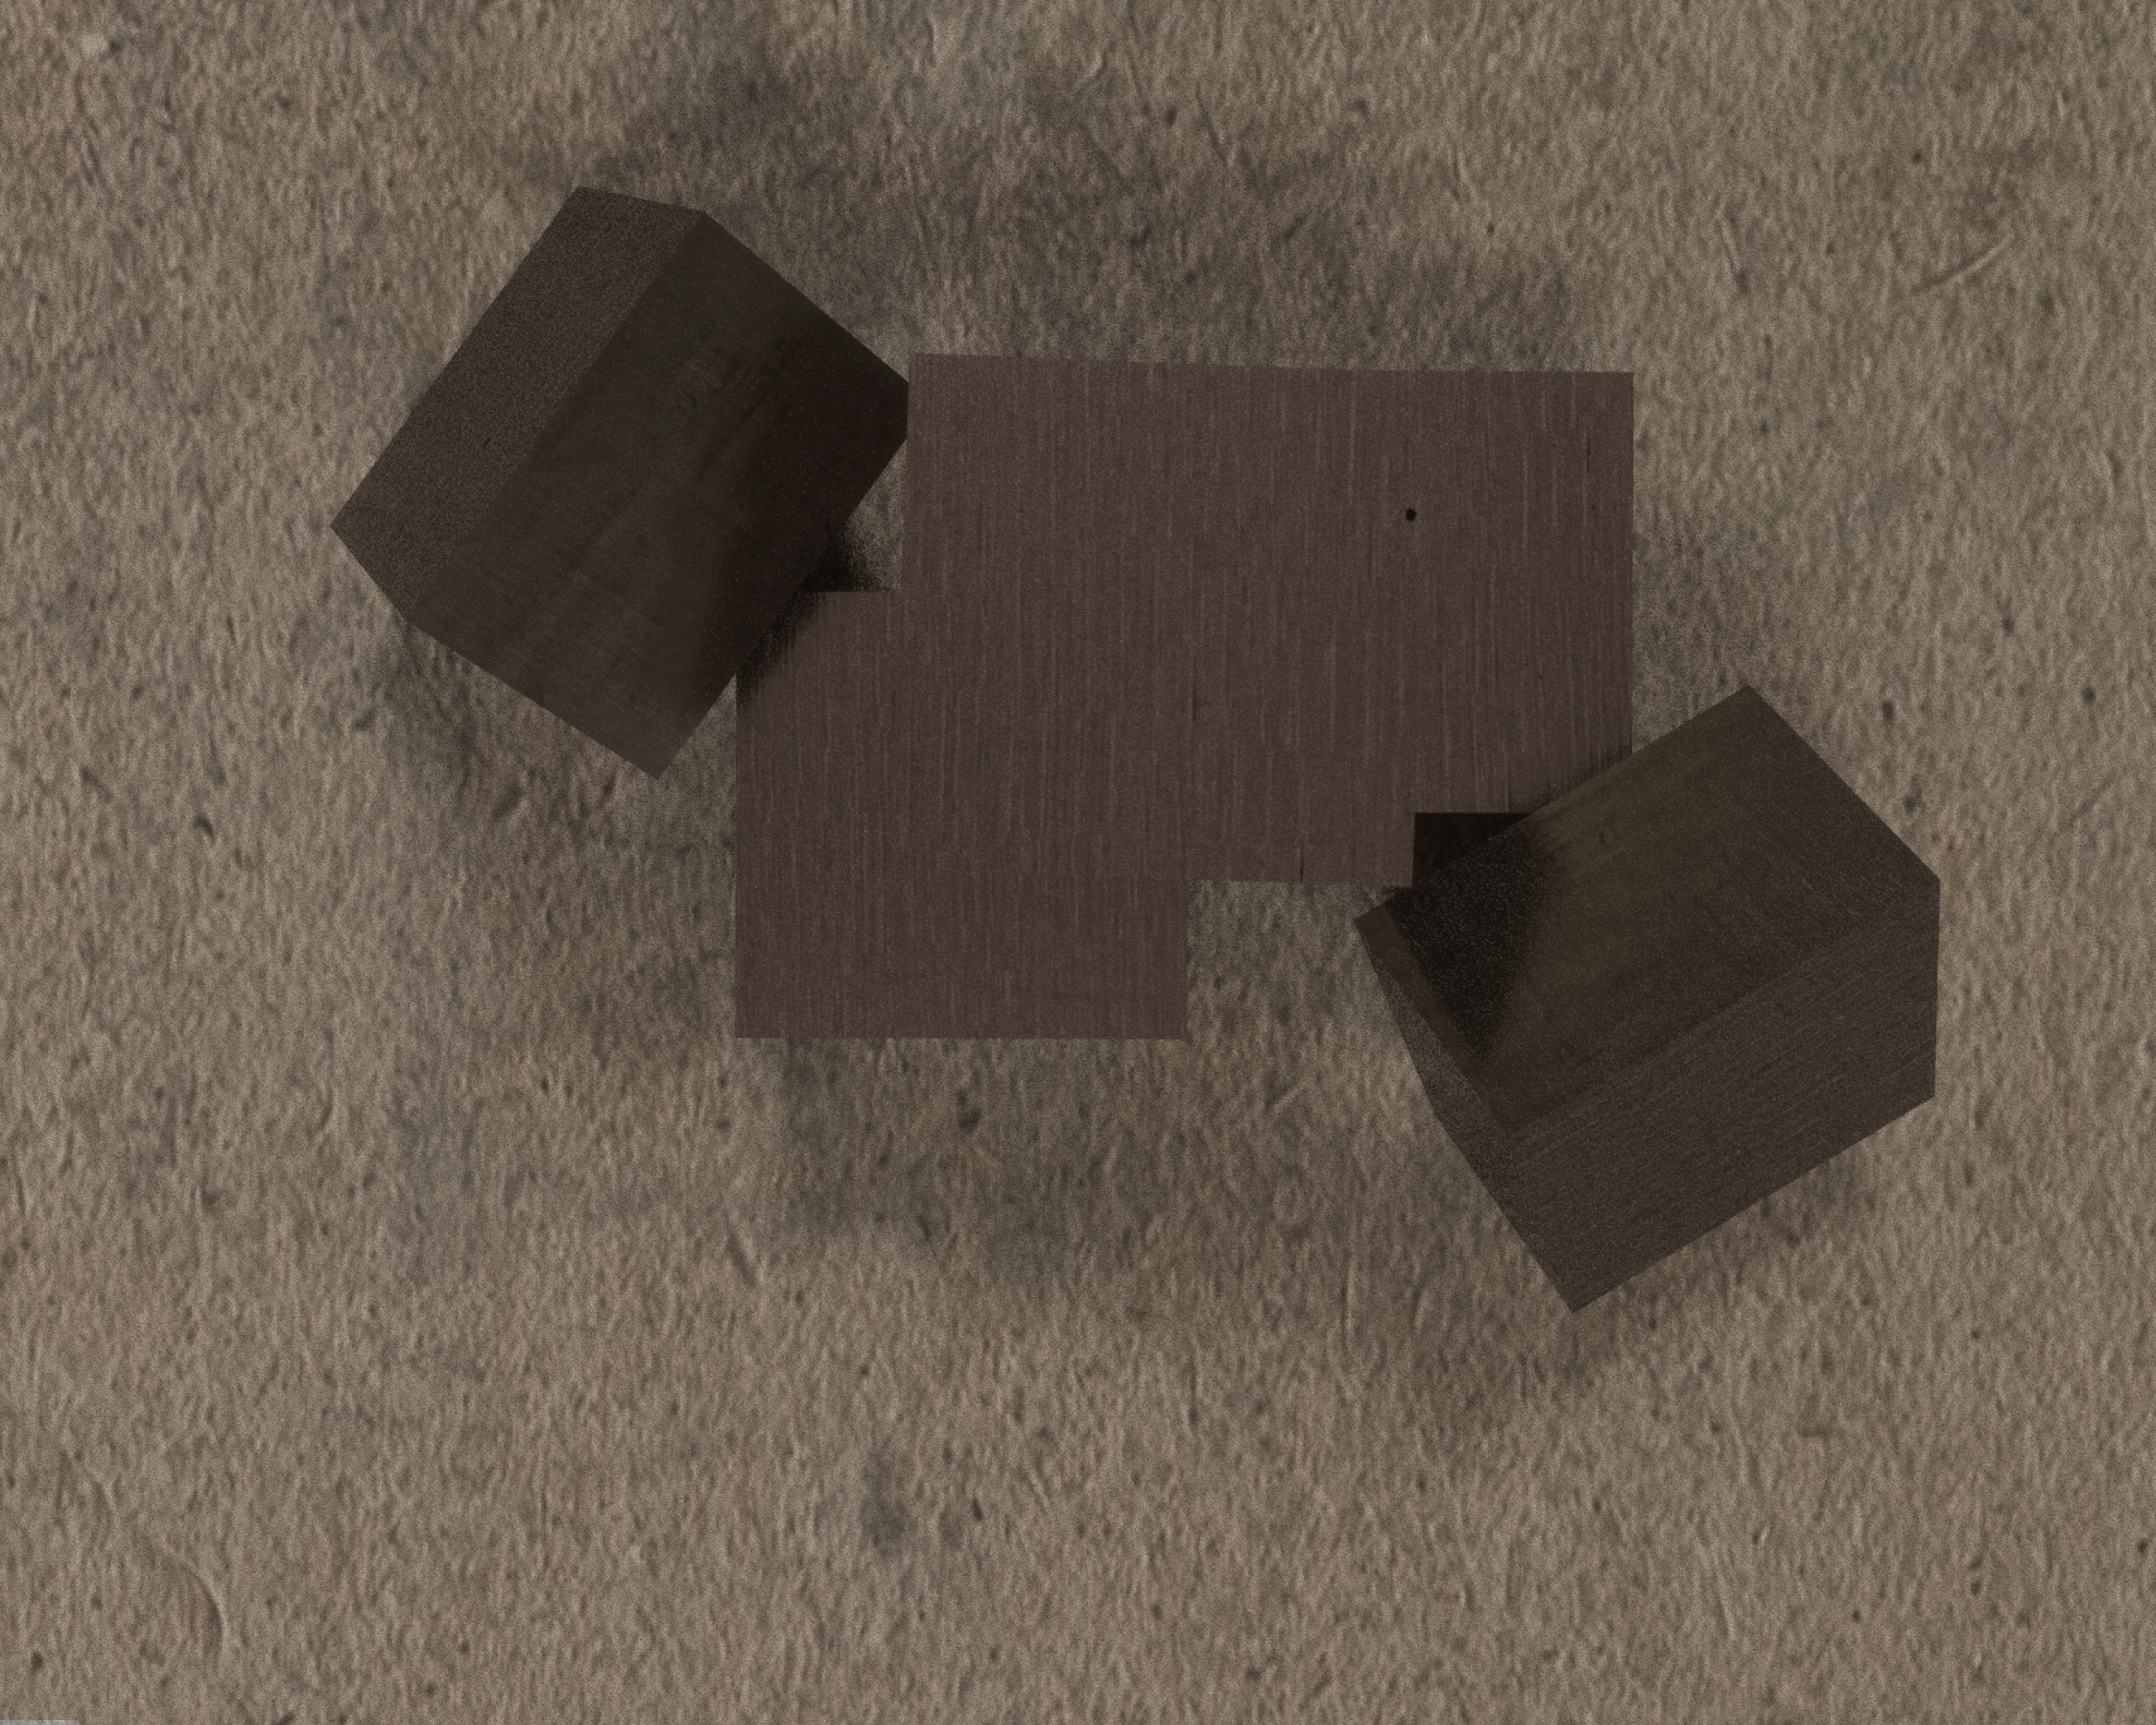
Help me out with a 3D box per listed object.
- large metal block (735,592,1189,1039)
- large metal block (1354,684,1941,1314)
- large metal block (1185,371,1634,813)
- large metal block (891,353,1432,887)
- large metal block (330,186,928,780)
[{"bbox_3d":[-0.021,-0.009,0.396,0.081,0.050,0.079,0,90,-1],"label":"large metal block"},{"bbox_3d":[0.105,0.027,0.378,0.080,0.080,0.050,-31,52,0],"label":"large metal block"},{"bbox_3d":[0.060,-0.049,0.400,0.081,0.050,0.079,0,90,-1],"label":"large metal block"},{"bbox_3d":[0.013,-0.038,0.347,0.081,0.050,0.079,2,90,-1],"label":"large metal block"},{"bbox_3d":[-0.083,-0.071,0.376,0.050,0.080,0.080,36,90,-33],"label":"large metal block"}]
